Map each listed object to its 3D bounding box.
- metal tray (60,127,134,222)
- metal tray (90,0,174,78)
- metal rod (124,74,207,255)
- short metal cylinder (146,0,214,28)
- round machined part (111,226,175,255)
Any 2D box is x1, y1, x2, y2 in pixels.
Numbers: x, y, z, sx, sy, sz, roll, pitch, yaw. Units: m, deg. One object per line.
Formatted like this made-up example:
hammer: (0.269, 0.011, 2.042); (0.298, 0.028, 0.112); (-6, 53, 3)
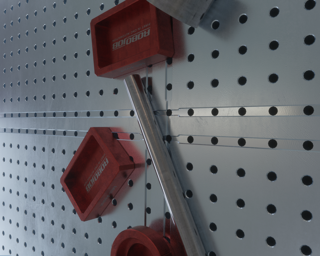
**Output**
metal tray: (-0.104, 0.073, 0.491); (0.090, 0.030, 0.129); (50, 119, 28)
metal tray: (-0.044, -0.130, 0.442); (0.130, 0.030, 0.089); (-10, 84, 39)
metal rod: (0.010, 0.064, 0.400); (0.025, 0.025, 0.299); (-32, 70, 35)
short metal cylinder: (0.022, -0.158, 0.355); (0.080, 0.081, 0.050); (46, 118, 30)
round machined part: (-0.018, 0.179, 0.413); (0.098, 0.042, 0.097); (0, 90, 40)
